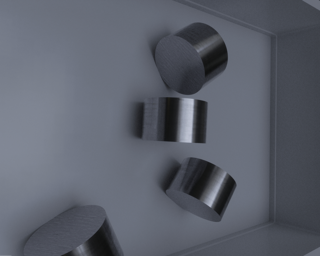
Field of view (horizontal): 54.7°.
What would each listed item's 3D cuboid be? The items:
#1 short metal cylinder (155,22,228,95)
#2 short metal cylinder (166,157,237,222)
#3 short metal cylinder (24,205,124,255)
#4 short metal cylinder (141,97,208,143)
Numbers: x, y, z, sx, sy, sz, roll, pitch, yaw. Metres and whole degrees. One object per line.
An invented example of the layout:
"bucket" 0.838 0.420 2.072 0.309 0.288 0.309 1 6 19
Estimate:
"short metal cylinder" 0.040 -0.090 0.404 0.050 0.080 0.080 -38 113 -34
"short metal cylinder" 0.055 0.083 0.417 0.080 0.080 0.050 47 62 -30
"short metal cylinder" -0.082 0.120 0.302 0.081 0.080 0.050 -31 109 -36
"short metal cylinder" 0.018 -0.008 0.386 0.081 0.080 0.050 5 87 -40
